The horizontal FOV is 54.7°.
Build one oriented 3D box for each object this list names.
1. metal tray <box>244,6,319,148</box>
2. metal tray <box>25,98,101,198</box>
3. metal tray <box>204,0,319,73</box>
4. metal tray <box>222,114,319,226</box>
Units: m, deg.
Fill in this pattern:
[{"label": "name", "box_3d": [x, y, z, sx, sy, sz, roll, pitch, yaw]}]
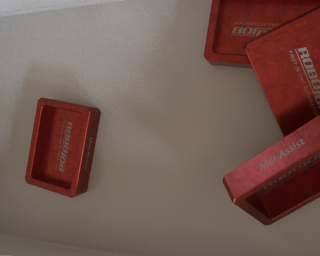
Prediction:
[{"label": "metal tray", "box_3d": [0.157, -0.051, 0.331, 0.090, 0.030, 0.130, -24, 102, 18]}, {"label": "metal tray", "box_3d": [-0.144, 0.027, 0.456, 0.090, 0.030, 0.129, 12, 94, 19]}, {"label": "metal tray", "box_3d": [0.124, -0.116, 0.363, 0.130, 0.030, 0.089, 9, 93, 19]}, {"label": "metal tray", "box_3d": [0.143, 0.047, 0.324, 0.130, 0.090, 0.030, -37, 41, 16]}]
